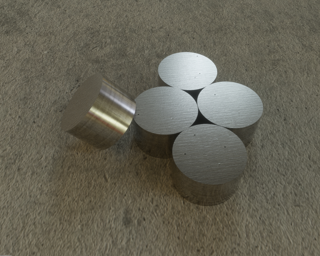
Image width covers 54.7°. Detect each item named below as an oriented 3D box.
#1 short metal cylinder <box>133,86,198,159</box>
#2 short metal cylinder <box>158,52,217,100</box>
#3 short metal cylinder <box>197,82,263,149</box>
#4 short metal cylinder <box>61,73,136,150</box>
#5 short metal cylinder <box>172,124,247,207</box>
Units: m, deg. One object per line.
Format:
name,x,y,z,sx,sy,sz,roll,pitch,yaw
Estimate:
short metal cylinder,0.006,-0.007,0.394,0.080,0.050,0.080,0,50,0
short metal cylinder,0.038,-0.063,0.442,0.080,0.050,0.080,0,50,0
short metal cylinder,0.086,-0.015,0.401,0.080,0.050,0.080,0,50,0
short metal cylinder,-0.075,-0.020,0.378,0.080,0.050,0.080,-33,39,32
short metal cylinder,0.054,0.042,0.354,0.080,0.050,0.080,0,50,0
